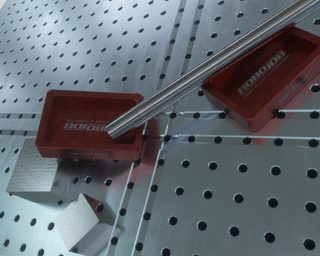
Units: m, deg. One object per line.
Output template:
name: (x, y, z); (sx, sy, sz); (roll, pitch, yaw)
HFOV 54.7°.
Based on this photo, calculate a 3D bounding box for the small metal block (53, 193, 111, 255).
small metal block: (-0.098, 0.119, 0.387); (0.050, 0.025, 0.050); (-44, 51, -3)

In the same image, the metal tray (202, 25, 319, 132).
metal tray: (0.126, -0.069, 0.380); (0.130, 0.030, 0.090); (-43, 51, -2)

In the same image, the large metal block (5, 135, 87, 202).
large metal block: (-0.157, 0.059, 0.439); (0.080, 0.050, 0.080); (-6, 59, 25)

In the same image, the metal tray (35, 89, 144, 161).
metal tray: (-0.089, -0.005, 0.415); (0.131, 0.030, 0.090); (2, 58, -5)

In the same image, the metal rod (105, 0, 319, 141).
metal rod: (0.063, -0.074, 0.380); (0.300, 0.025, 0.025); (-33, 52, 6)
